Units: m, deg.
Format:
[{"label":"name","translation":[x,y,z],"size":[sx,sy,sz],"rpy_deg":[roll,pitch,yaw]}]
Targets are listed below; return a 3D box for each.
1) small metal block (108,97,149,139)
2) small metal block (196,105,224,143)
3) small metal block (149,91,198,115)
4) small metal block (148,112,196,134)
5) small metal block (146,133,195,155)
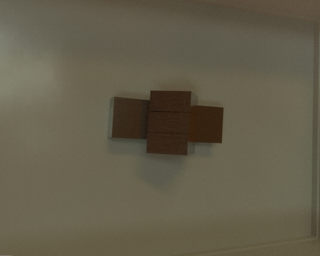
[{"label":"small metal block","translation":[-0.038,-0.012,0.396],"size":[0.050,0.025,0.050],"rpy_deg":[4,89,-20]},{"label":"small metal block","translation":[0.059,-0.005,0.432],"size":[0.050,0.025,0.050],"rpy_deg":[3,89,-20]},{"label":"small metal block","translation":[0.019,-0.031,0.392],"size":[0.050,0.050,0.025],"rpy_deg":[3,89,16]},{"label":"small metal block","translation":[0.017,-0.006,0.392],"size":[0.050,0.050,0.025],"rpy_deg":[2,89,16]},{"label":"small metal block","translation":[0.015,0.019,0.392],"size":[0.050,0.050,0.025],"rpy_deg":[2,89,16]}]
